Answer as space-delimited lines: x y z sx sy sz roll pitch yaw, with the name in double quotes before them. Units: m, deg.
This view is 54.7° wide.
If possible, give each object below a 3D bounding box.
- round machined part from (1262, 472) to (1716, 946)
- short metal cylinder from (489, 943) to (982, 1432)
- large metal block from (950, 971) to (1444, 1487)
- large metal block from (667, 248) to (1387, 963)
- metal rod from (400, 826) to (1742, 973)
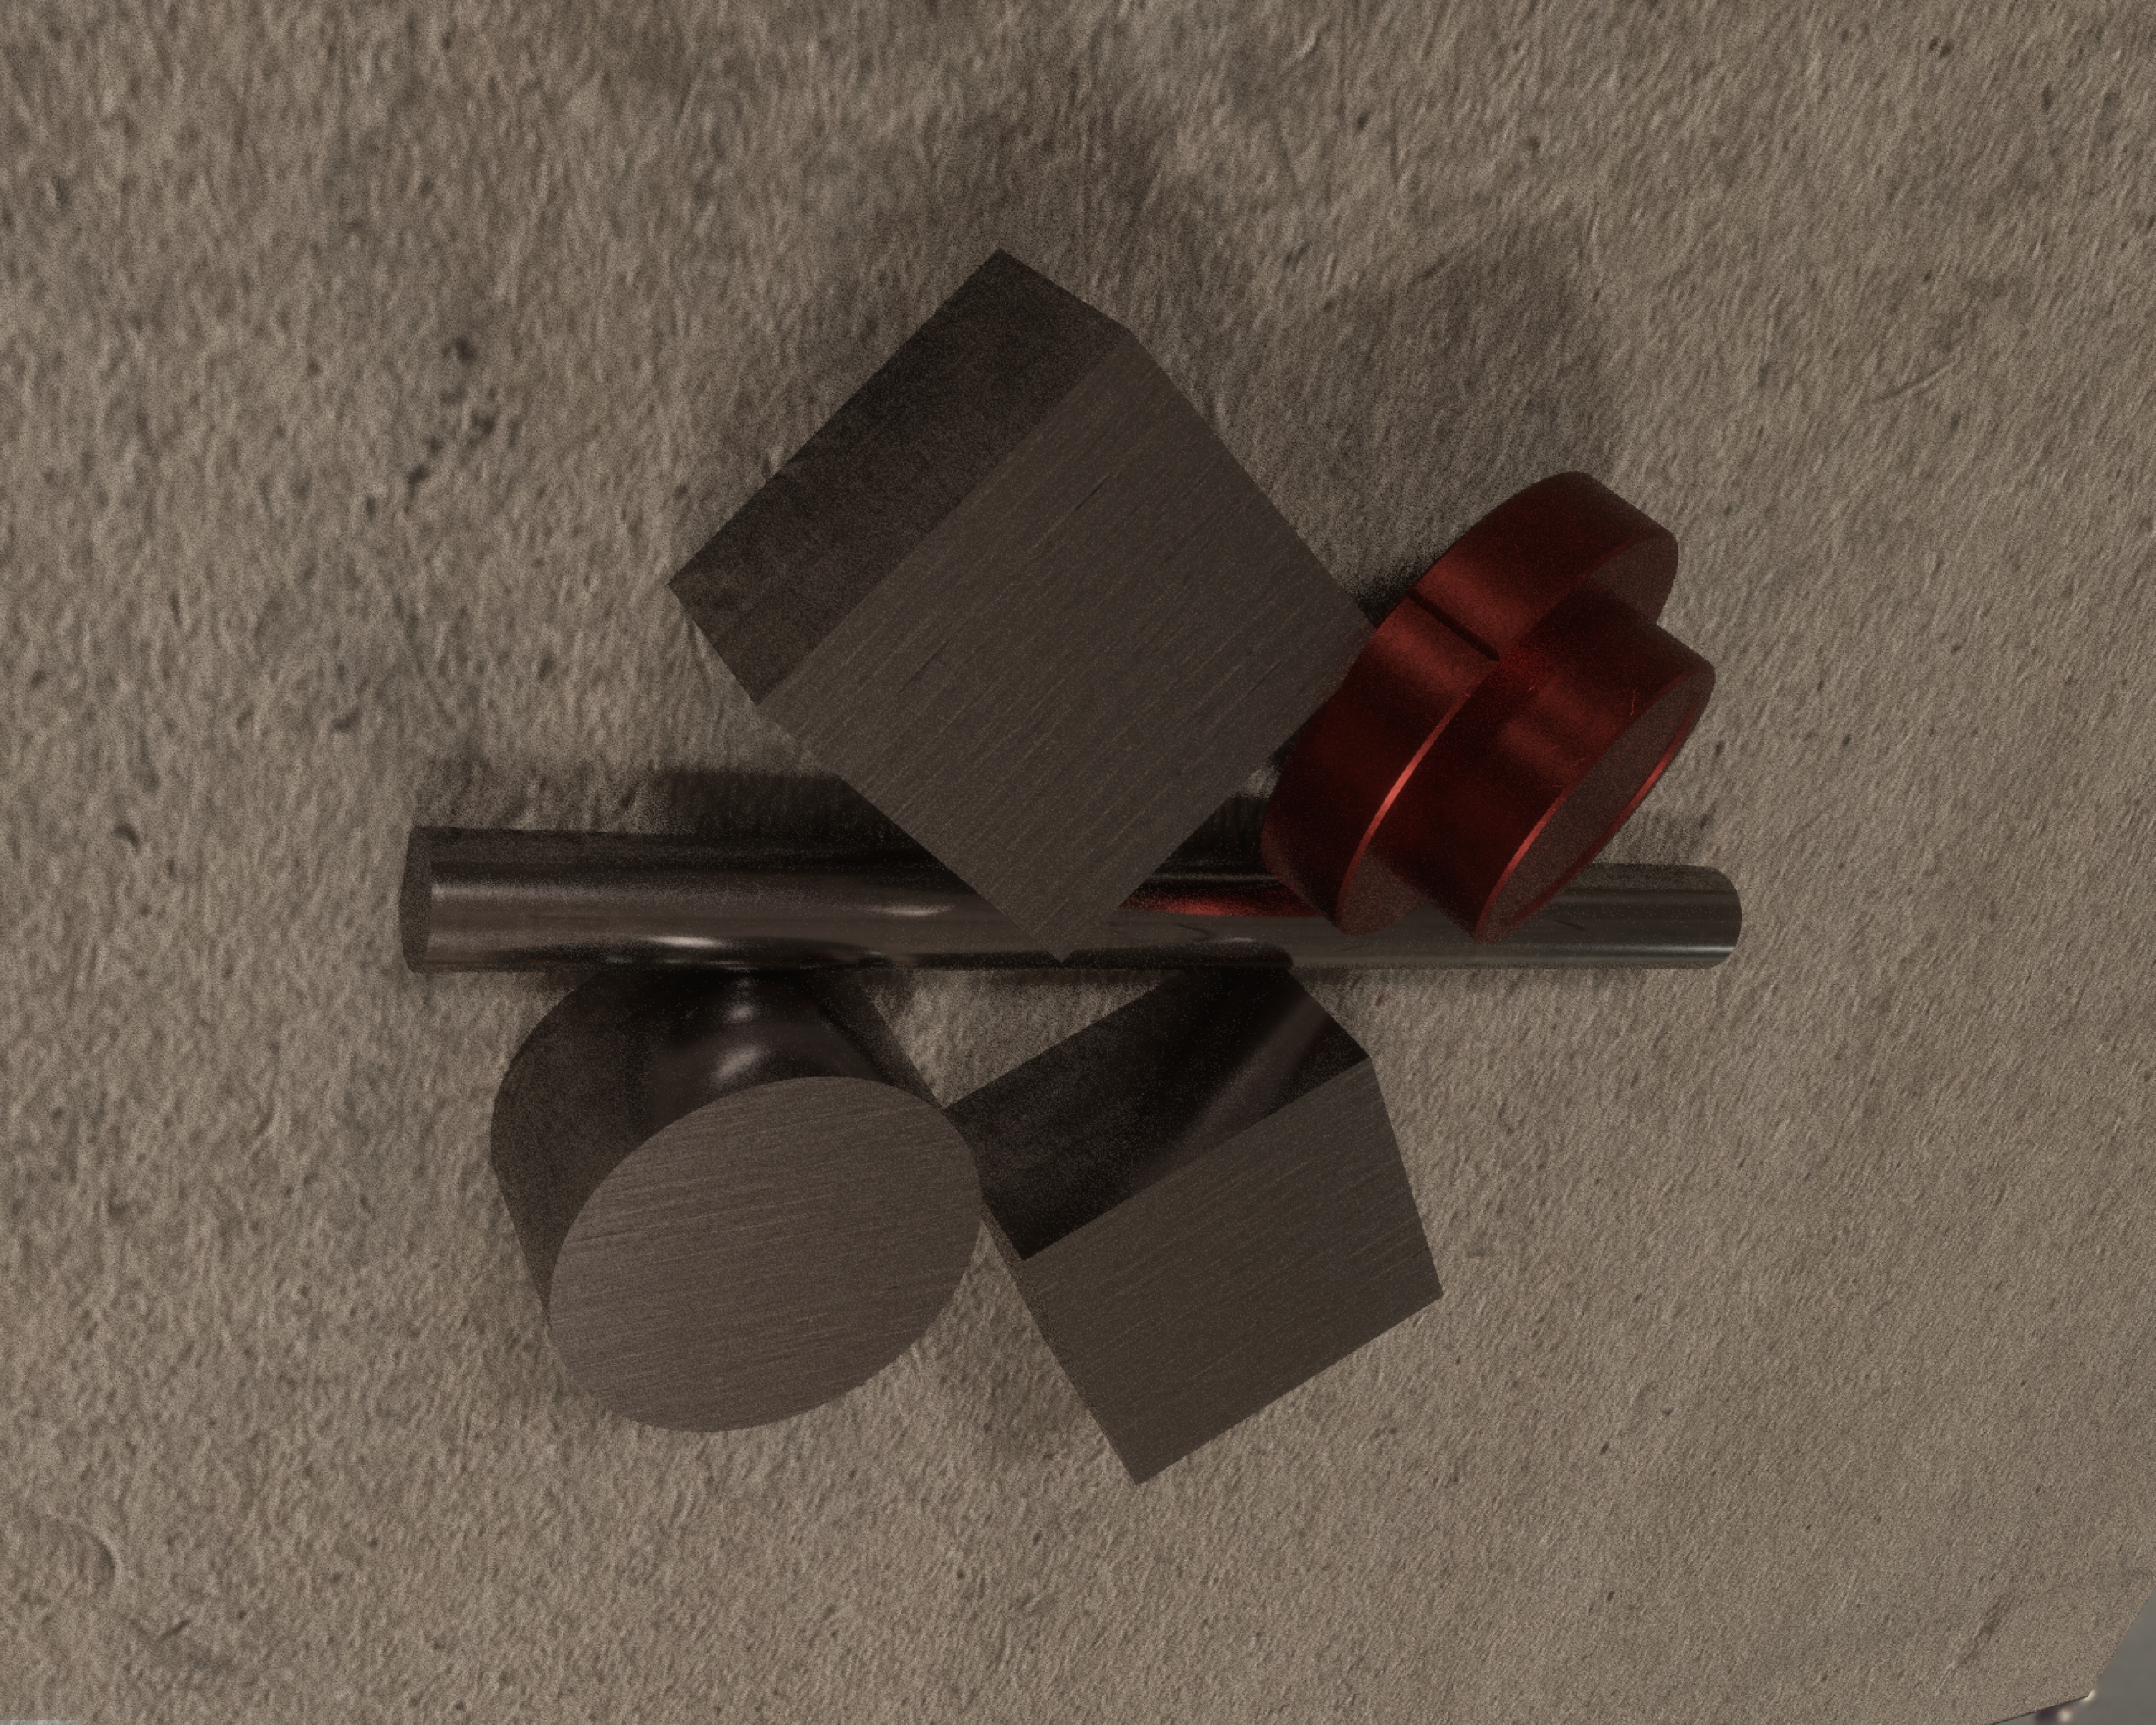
"round machined part" 0.084 -0.023 0.401 0.098 0.042 0.098 -41 159 -19
"short metal cylinder" -0.065 0.060 0.395 0.081 0.050 0.079 -14 125 -21
"large metal block" 0.025 0.075 0.454 0.080 0.050 0.080 -29 129 -10
"large metal block" -0.008 -0.043 0.360 0.080 0.050 0.080 -45 130 3
"metal rod" 0.019 0.010 0.428 0.303 0.025 0.025 2 118 -30
